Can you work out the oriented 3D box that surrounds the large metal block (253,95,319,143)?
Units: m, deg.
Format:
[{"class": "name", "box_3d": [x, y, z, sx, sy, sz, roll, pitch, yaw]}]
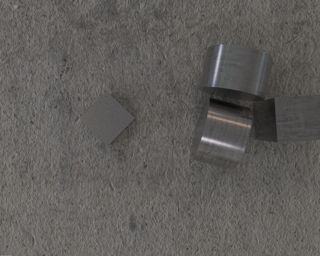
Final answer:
[{"class": "large metal block", "box_3d": [0.169, -0.012, 0.384, 0.080, 0.080, 0.050, -4, 90, 0]}]

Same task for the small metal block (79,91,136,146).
[{"class": "small metal block", "box_3d": [-0.068, -0.012, 0.409, 0.050, 0.025, 0.050, 44, 90, 0]}]

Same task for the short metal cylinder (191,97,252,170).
[{"class": "short metal cylinder", "box_3d": [0.074, 0.007, 0.383, 0.050, 0.080, 0.080, 15, 90, 0]}]

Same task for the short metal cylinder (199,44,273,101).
[{"class": "short metal cylinder", "box_3d": [0.093, -0.066, 0.383, 0.080, 0.080, 0.050, 11, 90, 0]}]
